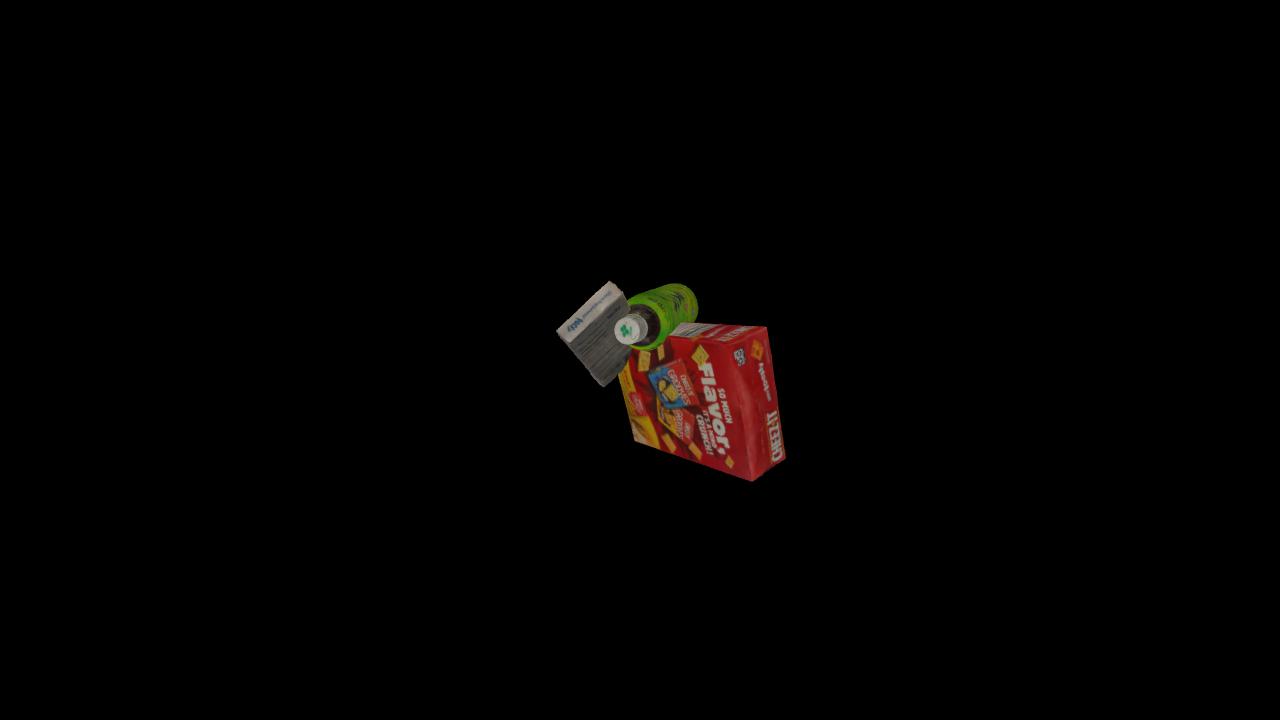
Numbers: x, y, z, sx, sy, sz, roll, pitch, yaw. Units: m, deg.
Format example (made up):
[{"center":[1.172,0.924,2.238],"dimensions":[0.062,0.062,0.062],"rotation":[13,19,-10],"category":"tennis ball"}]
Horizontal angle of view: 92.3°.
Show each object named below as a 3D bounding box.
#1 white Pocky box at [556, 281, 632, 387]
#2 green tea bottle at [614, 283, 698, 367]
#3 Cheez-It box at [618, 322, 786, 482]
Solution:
[{"center":[-0.040,-0.025,0.730],"dimensions":[0.028,0.084,0.154],"rotation":[43,-7,22],"category":"white Pocky box"},{"center":[0.019,-0.052,0.764],"dimensions":[0.073,0.073,0.212],"rotation":[0,13,17],"category":"green tea bottle"},{"center":[0.065,0.038,0.760],"dimensions":[0.071,0.166,0.223],"rotation":[-24,20,-34],"category":"Cheez-It box"}]
